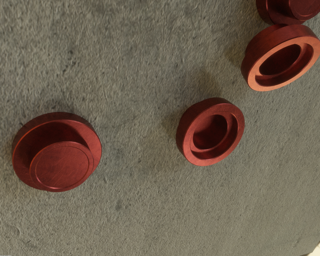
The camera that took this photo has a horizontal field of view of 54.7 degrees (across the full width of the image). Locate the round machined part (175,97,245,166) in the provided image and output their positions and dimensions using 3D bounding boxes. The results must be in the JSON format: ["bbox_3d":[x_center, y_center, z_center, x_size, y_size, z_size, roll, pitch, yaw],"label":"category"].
[{"bbox_3d":[0.065,0.001,0.432,0.099,0.042,0.097,-14,124,-21],"label":"round machined part"}]

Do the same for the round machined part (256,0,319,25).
[{"bbox_3d":[0.172,-0.172,0.383,0.099,0.042,0.097,-14,124,-21],"label":"round machined part"}]

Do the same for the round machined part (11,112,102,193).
[{"bbox_3d":[-0.115,0.034,0.354,0.099,0.042,0.097,-14,124,-21],"label":"round machined part"}]

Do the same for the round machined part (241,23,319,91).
[{"bbox_3d":[0.151,-0.095,0.403,0.099,0.042,0.098,-14,150,-8],"label":"round machined part"}]
